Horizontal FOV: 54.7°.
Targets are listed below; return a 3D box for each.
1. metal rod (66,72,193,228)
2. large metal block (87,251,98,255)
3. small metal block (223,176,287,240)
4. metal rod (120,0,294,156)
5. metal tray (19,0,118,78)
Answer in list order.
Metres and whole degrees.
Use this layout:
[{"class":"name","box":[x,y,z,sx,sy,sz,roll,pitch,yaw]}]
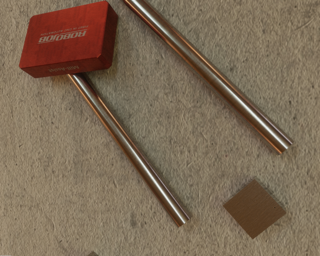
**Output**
[{"class":"metal rod","box":[-0.058,0.005,0.428,0.025,0.025,0.300,-41,78,15]},{"class":"large metal block","box":[-0.096,0.236,0.428,0.080,0.050,0.080,35,101,16]},{"class":"small metal block","box":[0.112,0.094,0.369,0.050,0.025,0.050,-45,77,14]},{"class":"metal rod","box":[0.046,-0.084,0.392,0.025,0.025,0.300,-46,76,14]},{"class":"metal tray","box":[-0.128,-0.122,0.435,0.130,0.030,0.090,-3,70,19]}]
